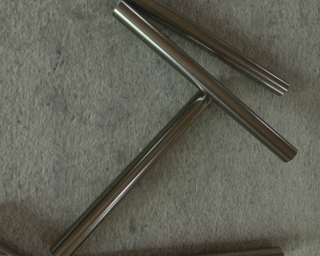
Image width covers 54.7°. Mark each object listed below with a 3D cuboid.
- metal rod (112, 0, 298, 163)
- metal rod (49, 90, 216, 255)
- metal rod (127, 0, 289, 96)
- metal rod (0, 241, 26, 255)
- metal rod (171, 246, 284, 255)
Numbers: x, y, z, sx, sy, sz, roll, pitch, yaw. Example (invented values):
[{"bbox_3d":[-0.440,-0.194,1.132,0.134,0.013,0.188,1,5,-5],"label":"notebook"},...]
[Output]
[{"bbox_3d":[0.063,-0.057,0.408,0.300,0.025,0.025,39,77,-7],"label":"metal rod"},{"bbox_3d":[-0.021,0.045,0.402,0.301,0.025,0.025,-47,105,-14],"label":"metal rod"},{"bbox_3d":[0.062,-0.123,0.433,0.302,0.025,0.025,26,81,-19],"label":"metal rod"},{"bbox_3d":[-0.114,0.195,0.367,0.300,0.025,0.025,40,77,-16],"label":"metal rod"},{"bbox_3d":[0.042,0.187,0.426,0.302,0.025,0.025,4,89,-21],"label":"metal rod"}]
